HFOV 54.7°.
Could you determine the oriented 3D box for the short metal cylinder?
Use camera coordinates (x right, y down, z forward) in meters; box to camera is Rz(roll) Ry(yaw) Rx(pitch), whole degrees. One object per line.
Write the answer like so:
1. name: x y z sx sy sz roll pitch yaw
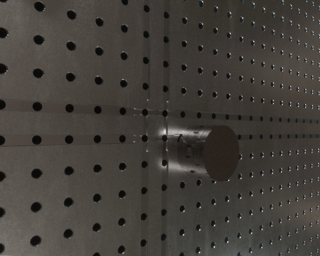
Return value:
1. short metal cylinder: 0.072 0.035 0.456 0.081 0.050 0.079 0 90 -40
